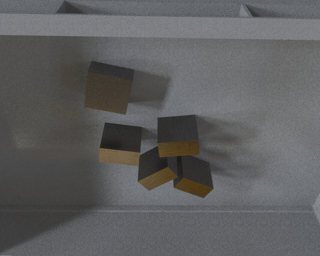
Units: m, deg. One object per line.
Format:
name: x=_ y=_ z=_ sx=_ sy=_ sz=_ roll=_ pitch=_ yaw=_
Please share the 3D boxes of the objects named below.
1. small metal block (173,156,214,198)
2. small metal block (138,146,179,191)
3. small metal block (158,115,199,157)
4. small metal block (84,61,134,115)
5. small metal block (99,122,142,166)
small metal block: x=0.047 y=0.068 z=0.452 sx=0.050 sy=0.050 sz=0.025 roll=22 pitch=126 yaw=-18
small metal block: x=-0.003 y=0.053 z=0.438 sx=0.050 sy=0.050 sz=0.025 roll=-29 pitch=125 yaw=22
small metal block: x=0.023 y=0.010 z=0.401 sx=0.050 sy=0.050 sz=0.025 roll=-5 pitch=130 yaw=3
small metal block: x=-0.061 y=-0.047 z=0.368 sx=0.050 sy=0.025 sz=0.050 roll=10 pitch=129 yaw=-9
small metal block: x=-0.051 y=0.021 z=0.410 sx=0.050 sy=0.050 sz=0.025 roll=7 pitch=130 yaw=-7
